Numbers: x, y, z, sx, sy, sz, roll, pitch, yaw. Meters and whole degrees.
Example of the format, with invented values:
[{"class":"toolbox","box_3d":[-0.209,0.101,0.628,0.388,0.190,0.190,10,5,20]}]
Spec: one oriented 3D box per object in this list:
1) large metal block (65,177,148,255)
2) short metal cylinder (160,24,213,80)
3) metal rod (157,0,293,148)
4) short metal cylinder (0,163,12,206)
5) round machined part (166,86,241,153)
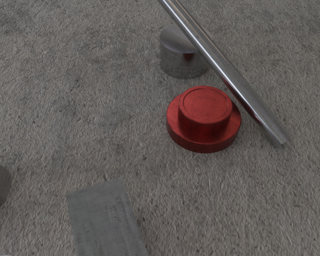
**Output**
[{"class":"large metal block","box_3d":[-0.044,0.105,0.279,0.050,0.080,0.080,-16,52,-13]},{"class":"short metal cylinder","box_3d":[0.040,-0.122,0.490,0.081,0.050,0.080,0,50,0]},{"class":"metal rod","box_3d":[0.075,-0.100,0.432,0.025,0.025,0.299,-28,73,-22]},{"class":"short metal cylinder","box_3d":[-0.205,0.058,0.317,0.050,0.080,0.080,31,57,23]},{"class":"round machined part","box_3d":[0.058,-0.018,0.408,0.099,0.042,0.098,0,50,0]}]
